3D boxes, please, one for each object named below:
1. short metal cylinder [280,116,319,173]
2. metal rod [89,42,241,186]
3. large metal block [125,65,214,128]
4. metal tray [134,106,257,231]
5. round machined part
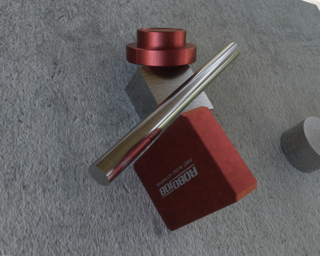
[{"bbox_3d":[0.247,0.028,0.507,0.081,0.050,0.080,14,56,-21],"label":"short metal cylinder"},{"bbox_3d":[0.028,-0.038,0.379,0.025,0.025,0.302,44,51,2],"label":"metal rod"},{"bbox_3d":[0.012,-0.040,0.420,0.081,0.050,0.080,-16,70,-35],"label":"large metal block"},{"bbox_3d":[0.027,0.048,0.323,0.030,0.129,0.090,-21,74,-36],"label":"metal tray"},{"bbox_3d":[0.002,-0.116,0.431,0.099,0.042,0.098,1,22,0],"label":"round machined part"}]
